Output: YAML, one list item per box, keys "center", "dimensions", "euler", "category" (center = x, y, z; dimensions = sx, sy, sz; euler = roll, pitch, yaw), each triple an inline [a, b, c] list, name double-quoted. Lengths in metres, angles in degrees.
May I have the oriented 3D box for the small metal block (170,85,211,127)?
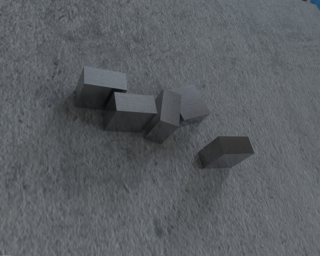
- center: [0.036, -0.031, 0.444]
  dimensions: [0.050, 0.025, 0.050]
  euler: [-15, 70, -35]
  category: "small metal block"

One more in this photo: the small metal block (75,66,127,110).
- center: [-0.073, -0.046, 0.378]
  dimensions: [0.050, 0.050, 0.025]
  euler: [6, 59, -26]
  category: "small metal block"

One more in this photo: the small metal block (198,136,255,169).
- center: [0.088, 0.033, 0.417]
  dimensions: [0.050, 0.050, 0.025]
  euler: [2, 61, -28]
  category: "small metal block"

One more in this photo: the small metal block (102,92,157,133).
- center: [-0.038, -0.018, 0.379]
  dimensions: [0.050, 0.050, 0.025]
  euler: [3, 61, -27]
  category: "small metal block"

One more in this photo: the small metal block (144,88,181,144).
- center: [0.003, -0.014, 0.400]
  dimensions: [0.025, 0.050, 0.050]
  euler: [19, 54, -18]
  category: "small metal block"
